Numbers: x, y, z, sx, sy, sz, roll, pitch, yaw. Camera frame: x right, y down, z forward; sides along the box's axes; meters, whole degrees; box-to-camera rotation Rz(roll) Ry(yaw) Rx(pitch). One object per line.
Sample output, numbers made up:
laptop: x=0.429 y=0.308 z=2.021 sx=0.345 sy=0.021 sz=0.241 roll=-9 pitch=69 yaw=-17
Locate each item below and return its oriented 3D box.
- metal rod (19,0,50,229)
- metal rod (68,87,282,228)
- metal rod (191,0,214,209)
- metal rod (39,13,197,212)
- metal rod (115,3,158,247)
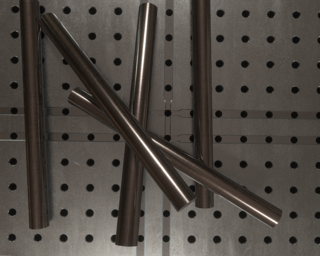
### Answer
metal rod: x=-0.166 y=-0.018 z=0.411 sx=0.025 sy=0.025 sz=0.298 roll=-3 pitch=90 yaw=-1
metal rod: x=0.013 y=0.033 z=0.394 sx=0.301 sy=0.025 sz=0.025 roll=31 pitch=90 yaw=7
metal rod: x=0.057 y=-0.045 z=0.414 sx=0.025 sy=0.025 sz=0.298 roll=-1 pitch=90 yaw=-1
metal rod: x=-0.061 y=-0.032 z=0.364 sx=0.025 sy=0.025 sz=0.300 roll=-39 pitch=71 yaw=0
metal rod: x=-0.026 y=-0.015 z=0.379 sx=0.025 sy=0.025 sz=0.299 roll=4 pitch=76 yaw=-1
